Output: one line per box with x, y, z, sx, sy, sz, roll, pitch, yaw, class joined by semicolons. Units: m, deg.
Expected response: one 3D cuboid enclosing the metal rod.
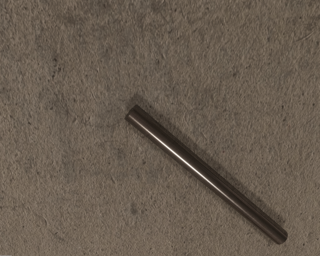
0.073;0.073;0.437;0.300;0.025;0.025;40;105;-14;metal rod
